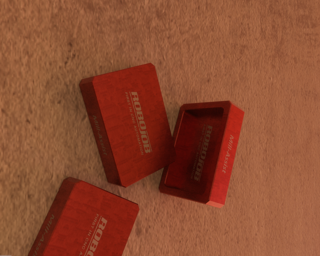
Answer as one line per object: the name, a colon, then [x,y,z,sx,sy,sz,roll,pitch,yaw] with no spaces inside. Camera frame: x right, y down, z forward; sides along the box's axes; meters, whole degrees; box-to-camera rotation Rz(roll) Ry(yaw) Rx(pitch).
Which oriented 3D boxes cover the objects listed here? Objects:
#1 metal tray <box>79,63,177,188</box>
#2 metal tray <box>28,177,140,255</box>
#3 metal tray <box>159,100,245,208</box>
metal tray: [-0.034,-0.006,0.375,0.091,0.030,0.129,-23,105,-38]
metal tray: [-0.085,0.129,0.332,0.090,0.030,0.130,34,69,-35]
metal tray: [0.053,0.031,0.409,0.030,0.090,0.130,26,74,-38]
